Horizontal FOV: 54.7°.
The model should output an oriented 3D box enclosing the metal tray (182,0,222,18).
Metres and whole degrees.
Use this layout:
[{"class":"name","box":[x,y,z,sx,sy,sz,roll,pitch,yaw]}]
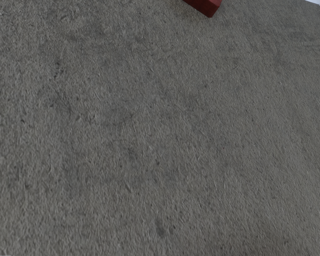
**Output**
[{"class":"metal tray","box":[0.087,-0.287,0.622,0.090,0.030,0.130,30,52,-9]}]
